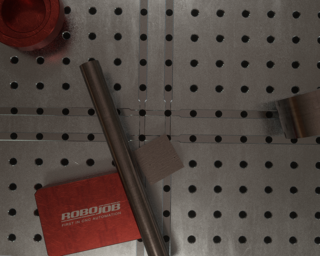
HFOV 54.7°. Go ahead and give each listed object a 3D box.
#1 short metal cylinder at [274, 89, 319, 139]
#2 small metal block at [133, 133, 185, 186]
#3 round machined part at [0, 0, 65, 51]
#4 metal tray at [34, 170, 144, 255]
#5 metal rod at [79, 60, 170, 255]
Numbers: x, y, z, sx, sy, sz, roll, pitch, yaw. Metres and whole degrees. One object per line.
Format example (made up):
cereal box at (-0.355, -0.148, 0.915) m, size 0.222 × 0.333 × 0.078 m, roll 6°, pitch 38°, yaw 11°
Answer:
short metal cylinder at (0.192, -0.021, 0.388) m, size 0.080 × 0.080 × 0.050 m, roll -16°, pitch 90°, yaw 0°
small metal block at (-0.002, 0.041, 0.413) m, size 0.050 × 0.025 × 0.050 m, roll -29°, pitch 90°, yaw -1°
round machined part at (-0.173, -0.149, 0.403) m, size 0.099 × 0.042 × 0.097 m, roll 0°, pitch 90°, yaw -1°
metal tray at (-0.088, 0.110, 0.410) m, size 0.131 × 0.030 × 0.089 m, roll -12°, pitch 90°, yaw -1°
metal rod at (-0.036, 0.062, 0.382) m, size 0.025 × 0.025 × 0.299 m, roll -20°, pitch 90°, yaw 0°
